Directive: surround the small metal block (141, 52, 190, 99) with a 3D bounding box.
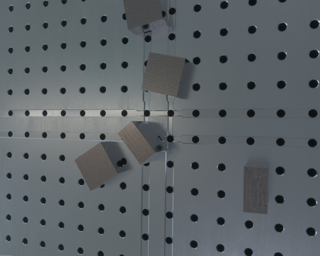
[{"bbox_3d":[0.008,-0.069,0.410,0.050,0.025,0.050,15,95,19],"label":"small metal block"}]

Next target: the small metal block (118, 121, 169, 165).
[{"bbox_3d":[-0.021,0.018,0.407,0.025,0.050,0.050,-41,77,16],"label":"small metal block"}]

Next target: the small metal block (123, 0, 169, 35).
[{"bbox_3d":[-0.019,-0.160,0.420,0.050,0.025,0.050,-11,87,19],"label":"small metal block"}]

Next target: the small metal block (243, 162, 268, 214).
[{"bbox_3d":[0.112,0.067,0.360,0.025,0.050,0.050,1,90,20],"label":"small metal block"}]

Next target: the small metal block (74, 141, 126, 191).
[{"bbox_3d":[-0.086,0.054,0.443,0.050,0.025,0.050,-34,79,17],"label":"small metal block"}]
